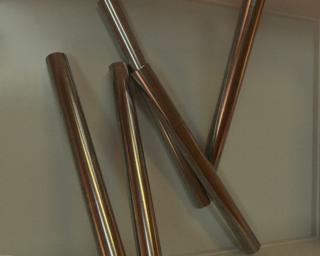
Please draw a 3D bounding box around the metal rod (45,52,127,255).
[{"bbox_3d":[-0.072,0.051,0.321,0.025,0.025,0.299,-14,71,-20],"label":"metal rod"}]

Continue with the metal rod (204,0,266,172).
[{"bbox_3d":[0.091,-0.069,0.377,0.025,0.025,0.298,0,116,-20],"label":"metal rod"}]

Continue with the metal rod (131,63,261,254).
[{"bbox_3d":[0.054,0.050,0.406,0.025,0.025,0.299,-37,106,-16],"label":"metal rod"}]

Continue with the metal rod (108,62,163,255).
[{"bbox_3d":[-0.025,0.058,0.336,0.025,0.025,0.299,-3,66,-20],"label":"metal rod"}]

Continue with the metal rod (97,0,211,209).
[{"bbox_3d":[-0.003,-0.027,0.410,0.025,0.025,0.299,-29,100,-18],"label":"metal rod"}]
